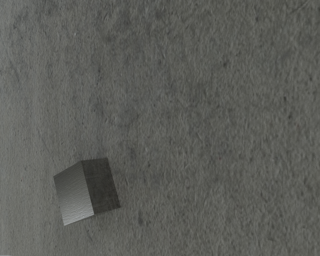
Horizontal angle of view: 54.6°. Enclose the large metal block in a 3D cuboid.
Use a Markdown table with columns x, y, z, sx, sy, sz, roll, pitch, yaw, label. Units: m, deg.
| x | y | z | sx | sy | sz | roll | pitch | yaw | label |
| --- | --- | --- | --- | --- | --- | --- | --- | --- | --- |
| -0.116 | 0.100 | 0.486 | 0.080 | 0.050 | 0.080 | -29 | 72 | 36 | large metal block |
